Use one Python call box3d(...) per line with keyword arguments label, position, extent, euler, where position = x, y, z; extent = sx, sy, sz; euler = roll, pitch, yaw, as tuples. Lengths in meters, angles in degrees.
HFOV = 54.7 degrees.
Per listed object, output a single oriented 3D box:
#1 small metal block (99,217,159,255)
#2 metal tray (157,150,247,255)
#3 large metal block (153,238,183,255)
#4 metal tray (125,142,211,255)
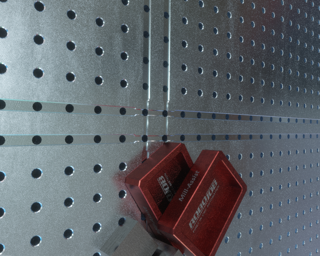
box3d(label="small metal block", position=(-0.037, 0.147, 0.381), extent=(0.050, 0.025, 0.050), euler=(-48, 119, -29))
box3d(label="metal tray", position=(0.063, 0.105, 0.421), extent=(0.090, 0.030, 0.130), euler=(51, 60, -28))
box3d(label="large metal block", position=(0.002, 0.205, 0.397), extent=(0.080, 0.050, 0.080), euler=(-46, 118, -30))
box3d(label="metal tray", position=(0.019, 0.096, 0.424), extent=(0.091, 0.030, 0.129), euler=(-40, 114, -33))
